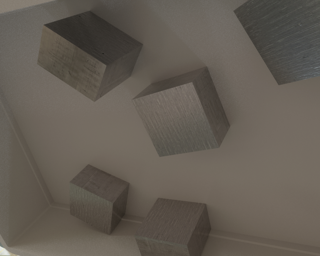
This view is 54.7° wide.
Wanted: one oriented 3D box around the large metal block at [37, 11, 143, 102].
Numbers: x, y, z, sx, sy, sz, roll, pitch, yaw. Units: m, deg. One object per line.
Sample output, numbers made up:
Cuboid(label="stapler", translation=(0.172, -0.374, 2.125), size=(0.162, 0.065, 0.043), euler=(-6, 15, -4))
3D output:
Cuboid(label="large metal block", translation=(-0.080, -0.087, 0.362), size=(0.080, 0.080, 0.050), euler=(33, 129, 6))

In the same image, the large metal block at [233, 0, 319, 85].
Cuboid(label="large metal block", translation=(0.121, -0.088, 0.251), size=(0.080, 0.050, 0.080), euler=(54, 162, -11))

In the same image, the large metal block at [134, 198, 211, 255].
Cuboid(label="large metal block", translation=(0.022, 0.153, 0.456), size=(0.080, 0.080, 0.050), euler=(0, 119, 28))

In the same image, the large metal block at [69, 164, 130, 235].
Cuboid(label="large metal block", translation=(-0.103, 0.120, 0.521), size=(0.080, 0.050, 0.079), euler=(22, 127, 15))

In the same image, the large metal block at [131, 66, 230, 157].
Cuboid(label="large metal block", translation=(0.026, -0.017, 0.368), size=(0.080, 0.050, 0.080), euler=(-12, 112, 33))
